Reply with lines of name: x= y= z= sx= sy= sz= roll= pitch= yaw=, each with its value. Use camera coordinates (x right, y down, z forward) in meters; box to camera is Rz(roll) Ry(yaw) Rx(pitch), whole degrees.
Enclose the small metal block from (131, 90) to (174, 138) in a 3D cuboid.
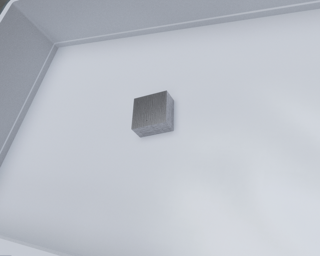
small metal block: x=-0.009 y=-0.019 z=0.423 sx=0.050 sy=0.025 sz=0.050 roll=-12 pitch=57 yaw=22
